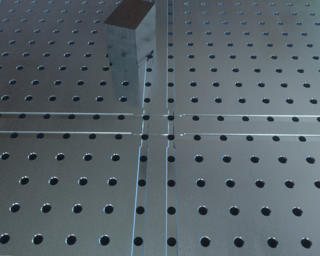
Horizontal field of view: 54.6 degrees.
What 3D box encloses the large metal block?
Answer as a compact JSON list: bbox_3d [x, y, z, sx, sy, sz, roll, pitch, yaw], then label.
[{"bbox_3d":[-0.045,-0.148,0.496,0.050,0.080,0.080,16,52,13],"label":"large metal block"}]
